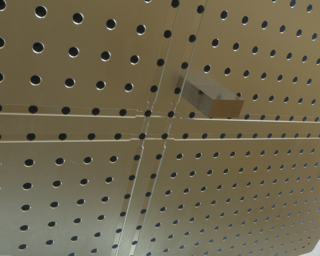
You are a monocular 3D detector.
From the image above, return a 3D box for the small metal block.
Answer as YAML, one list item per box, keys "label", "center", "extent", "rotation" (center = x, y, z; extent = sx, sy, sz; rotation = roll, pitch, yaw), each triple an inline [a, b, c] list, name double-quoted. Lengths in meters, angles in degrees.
- label: "small metal block"
  center: [0.074, -0.036, 0.412]
  extent: [0.050, 0.050, 0.025]
  rotation: [-1, 119, -28]
